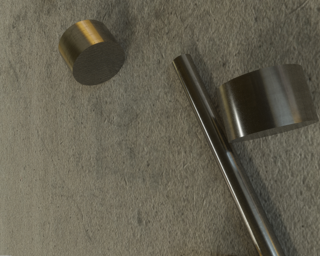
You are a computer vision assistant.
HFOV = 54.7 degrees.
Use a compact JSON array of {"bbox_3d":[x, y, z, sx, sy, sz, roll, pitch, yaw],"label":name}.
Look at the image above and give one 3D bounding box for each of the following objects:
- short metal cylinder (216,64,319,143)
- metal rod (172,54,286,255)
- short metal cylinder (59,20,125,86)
[{"bbox_3d":[0.098,-0.020,0.289,0.080,0.081,0.050,-20,78,38],"label":"short metal cylinder"},{"bbox_3d":[0.080,0.048,0.338,0.025,0.025,0.299,-34,69,35],"label":"metal rod"},{"bbox_3d":[-0.099,-0.108,0.451,0.080,0.081,0.050,-50,61,28],"label":"short metal cylinder"}]
